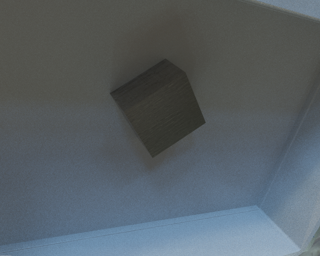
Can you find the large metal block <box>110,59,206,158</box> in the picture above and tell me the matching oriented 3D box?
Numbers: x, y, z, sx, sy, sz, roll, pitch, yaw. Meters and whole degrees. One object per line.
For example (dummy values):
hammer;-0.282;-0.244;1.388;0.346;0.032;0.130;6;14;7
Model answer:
large metal block;-0.001;-0.024;0.379;0.080;0.050;0.080;-34;129;-7
